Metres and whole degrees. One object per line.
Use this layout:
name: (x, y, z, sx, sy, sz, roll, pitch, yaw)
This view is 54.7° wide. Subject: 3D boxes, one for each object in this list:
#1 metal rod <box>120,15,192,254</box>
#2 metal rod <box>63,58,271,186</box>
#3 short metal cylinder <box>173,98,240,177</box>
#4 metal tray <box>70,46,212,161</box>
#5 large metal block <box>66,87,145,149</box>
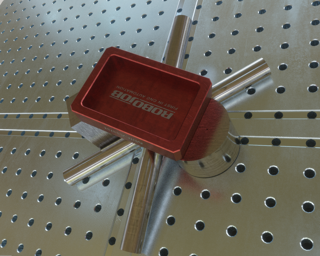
metal rod: (0.000, -0.005, 0.381, 0.025, 0.025, 0.299, 4, 73, 29)
metal rod: (0.003, -0.004, 0.408, 0.301, 0.025, 0.025, -29, 52, 9)
short metal cylinder: (0.047, 0.011, 0.359, 0.080, 0.050, 0.080, -13, 56, 20)
metal tray: (-0.019, -0.030, 0.342, 0.130, 0.030, 0.090, 22, 72, 16)
large metal block: (-0.065, -0.020, 0.417, 0.080, 0.080, 0.050, -30, 52, 9)
